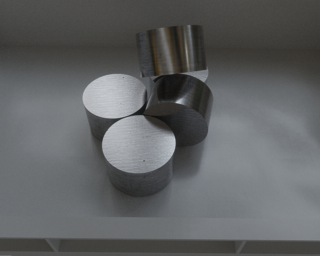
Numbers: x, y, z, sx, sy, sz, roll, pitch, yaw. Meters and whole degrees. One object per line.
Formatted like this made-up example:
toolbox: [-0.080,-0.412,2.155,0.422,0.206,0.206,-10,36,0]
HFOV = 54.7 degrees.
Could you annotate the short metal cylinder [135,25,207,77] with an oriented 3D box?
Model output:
short metal cylinder: [0.014,-0.091,0.372,0.080,0.050,0.080,-7,10,1]

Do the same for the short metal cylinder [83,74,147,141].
short metal cylinder: [-0.056,-0.026,0.407,0.081,0.050,0.080,0,50,0]

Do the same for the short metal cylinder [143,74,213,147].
short metal cylinder: [0.023,-0.021,0.386,0.080,0.080,0.050,10,51,8]

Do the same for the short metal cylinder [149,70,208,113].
short metal cylinder: [0.025,-0.062,0.439,0.081,0.050,0.080,0,50,0]

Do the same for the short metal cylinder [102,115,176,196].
short metal cylinder: [-0.023,0.031,0.359,0.081,0.050,0.080,0,50,0]
